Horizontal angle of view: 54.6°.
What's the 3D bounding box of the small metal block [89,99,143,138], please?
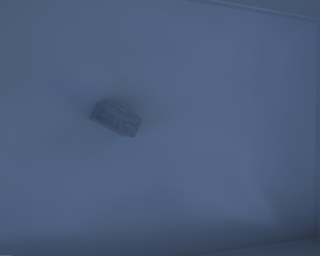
[{"bbox_3d":[-0.054,-0.011,0.377,0.050,0.050,0.025,28,81,-18],"label":"small metal block"}]
